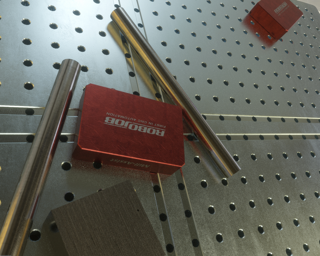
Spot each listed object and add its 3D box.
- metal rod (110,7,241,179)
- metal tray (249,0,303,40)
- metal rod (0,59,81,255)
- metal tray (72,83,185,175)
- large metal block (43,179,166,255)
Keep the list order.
[{"bbox_3d":[0.017,-0.058,0.454,0.025,0.025,0.299,-26,76,-37],"label":"metal rod"},{"bbox_3d":[0.272,-0.266,0.717,0.090,0.030,0.131,45,51,2],"label":"metal tray"},{"bbox_3d":[-0.126,0.045,0.313,0.025,0.025,0.300,18,54,-18],"label":"metal rod"},{"bbox_3d":[-0.035,0.003,0.386,0.131,0.030,0.090,13,56,-22],"label":"metal tray"},{"bbox_3d":[-0.055,0.107,0.298,0.081,0.050,0.080,-17,71,-35],"label":"large metal block"}]
